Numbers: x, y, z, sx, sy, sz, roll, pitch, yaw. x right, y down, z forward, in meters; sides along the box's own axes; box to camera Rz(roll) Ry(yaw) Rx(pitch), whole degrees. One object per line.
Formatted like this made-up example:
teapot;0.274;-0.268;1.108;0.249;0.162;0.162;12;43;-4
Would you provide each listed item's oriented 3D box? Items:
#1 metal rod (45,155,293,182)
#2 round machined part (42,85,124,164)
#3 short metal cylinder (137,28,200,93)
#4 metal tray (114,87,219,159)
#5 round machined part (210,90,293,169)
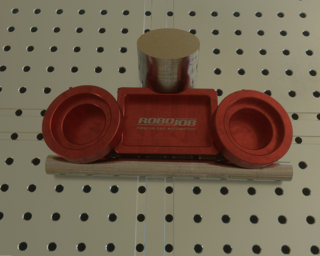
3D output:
metal rod;0.011;0.050;0.389;0.302;0.025;0.025;2;70;0
round machined part;-0.093;-0.002;0.393;0.099;0.042;0.098;-3;67;7
short metal cylinder;0.011;-0.091;0.412;0.081;0.050;0.080;0;44;0
metal tray;0.009;-0.006;0.407;0.131;0.030;0.090;1;71;0
round machined part;0.111;0.004;0.393;0.099;0.042;0.098;3;68;-7
